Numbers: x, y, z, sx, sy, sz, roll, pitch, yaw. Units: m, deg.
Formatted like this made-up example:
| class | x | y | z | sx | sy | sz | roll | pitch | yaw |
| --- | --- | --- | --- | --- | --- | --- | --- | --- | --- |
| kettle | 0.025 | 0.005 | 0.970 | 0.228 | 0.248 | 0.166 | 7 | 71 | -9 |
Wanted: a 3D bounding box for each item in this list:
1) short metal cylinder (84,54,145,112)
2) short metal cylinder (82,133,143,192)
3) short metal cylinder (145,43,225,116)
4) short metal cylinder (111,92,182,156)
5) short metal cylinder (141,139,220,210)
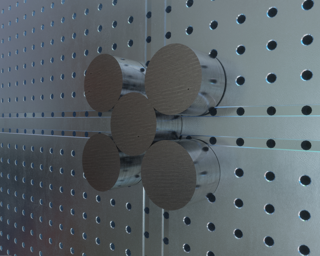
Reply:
| class | x | y | z | sx | sy | sz | roll | pitch | yaw |
| --- | --- | --- | --- | --- | --- | --- | --- | --- | --- |
| short metal cylinder | -0.063 | -0.061 | 0.442 | 0.080 | 0.050 | 0.079 | 0 | 90 | 39 |
| short metal cylinder | -0.066 | 0.047 | 0.444 | 0.080 | 0.050 | 0.079 | 0 | 90 | 39 |
| short metal cylinder | 0.029 | -0.054 | 0.365 | 0.080 | 0.050 | 0.079 | 0 | 90 | 39 |
| short metal cylinder | -0.019 | -0.005 | 0.406 | 0.080 | 0.050 | 0.079 | 0 | 90 | 39 |
| short metal cylinder | 0.024 | 0.053 | 0.371 | 0.080 | 0.050 | 0.079 | 0 | 90 | 39 |
